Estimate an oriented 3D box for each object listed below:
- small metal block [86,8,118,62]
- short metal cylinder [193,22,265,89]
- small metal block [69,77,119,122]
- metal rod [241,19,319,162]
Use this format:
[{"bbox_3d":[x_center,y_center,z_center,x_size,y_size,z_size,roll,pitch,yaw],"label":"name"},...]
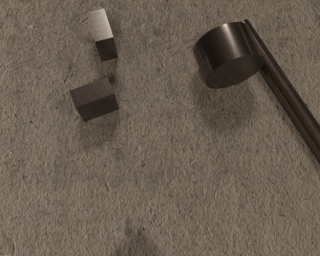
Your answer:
[{"bbox_3d":[-0.082,-0.131,0.442,0.025,0.050,0.050,-17,71,-6],"label":"small metal block"},{"bbox_3d":[0.091,-0.095,0.415,0.081,0.080,0.050,-15,71,-6],"label":"short metal cylinder"},{"bbox_3d":[-0.085,-0.036,0.407,0.050,0.050,0.025,-22,72,-8],"label":"small metal block"},{"bbox_3d":[0.185,-0.026,0.420,0.025,0.025,0.299,-23,72,-9],"label":"metal rod"}]
